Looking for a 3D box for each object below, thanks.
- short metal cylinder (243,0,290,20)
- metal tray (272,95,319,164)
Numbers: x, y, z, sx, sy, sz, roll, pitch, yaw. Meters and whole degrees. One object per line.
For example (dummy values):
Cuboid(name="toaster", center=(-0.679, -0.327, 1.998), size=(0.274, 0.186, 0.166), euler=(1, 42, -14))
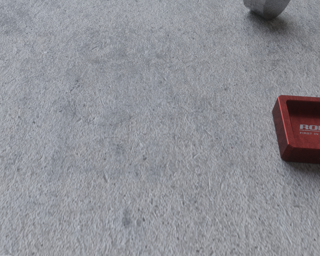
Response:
Cuboid(name="short metal cylinder", center=(0.205, -0.252, 0.581), size=(0.081, 0.080, 0.050), euler=(-28, 56, -22))
Cuboid(name="metal tray", center=(0.220, 0.002, 0.399), size=(0.131, 0.030, 0.090), euler=(4, 50, 3))
